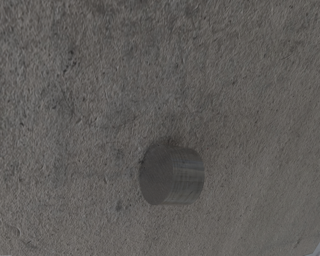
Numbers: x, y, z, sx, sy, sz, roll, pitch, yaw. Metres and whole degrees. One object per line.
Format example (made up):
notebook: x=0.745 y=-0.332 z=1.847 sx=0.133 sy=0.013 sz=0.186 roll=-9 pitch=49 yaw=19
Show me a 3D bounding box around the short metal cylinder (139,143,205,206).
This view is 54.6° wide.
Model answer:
short metal cylinder: x=0.014 y=0.063 z=0.417 sx=0.050 sy=0.080 sz=0.080 roll=10 pitch=113 yaw=-33
